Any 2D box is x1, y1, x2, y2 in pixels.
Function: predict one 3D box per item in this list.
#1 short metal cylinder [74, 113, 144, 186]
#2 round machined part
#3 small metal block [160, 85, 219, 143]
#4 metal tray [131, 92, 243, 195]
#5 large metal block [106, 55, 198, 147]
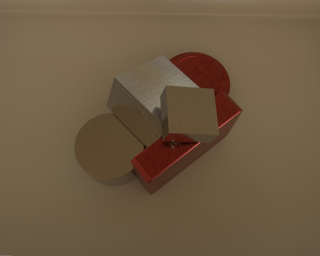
[{"bbox_3d":[-0.059,0.028,0.383,0.081,0.050,0.080,0,70,0],"label":"short metal cylinder"},{"bbox_3d":[0.047,-0.063,0.422,0.099,0.042,0.098,0,70,-1],"label":"round machined part"},{"bbox_3d":[0.029,-0.013,0.312,0.050,0.025,0.050,2,69,-14],"label":"small metal block"},{"bbox_3d":[0.030,0.021,0.365,0.131,0.090,0.030,-36,74,-13],"label":"metal tray"},{"bbox_3d":[-0.003,-0.031,0.368,0.080,0.050,0.081,45,51,14],"label":"large metal block"}]
